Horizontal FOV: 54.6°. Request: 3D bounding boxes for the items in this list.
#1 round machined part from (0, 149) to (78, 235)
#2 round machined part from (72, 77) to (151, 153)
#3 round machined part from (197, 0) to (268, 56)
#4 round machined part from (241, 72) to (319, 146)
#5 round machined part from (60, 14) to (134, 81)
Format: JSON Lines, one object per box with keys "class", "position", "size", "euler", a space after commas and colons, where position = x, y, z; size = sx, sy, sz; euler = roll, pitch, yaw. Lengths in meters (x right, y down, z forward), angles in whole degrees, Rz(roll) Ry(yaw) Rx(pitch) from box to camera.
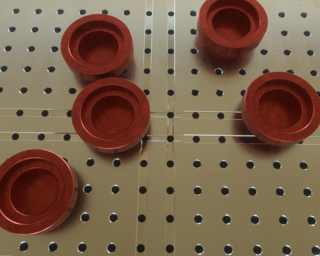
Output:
{"class": "round machined part", "position": [-0.148, 0.078, 0.374], "size": [0.099, 0.042, 0.098], "euler": [0, 70, 0]}
{"class": "round machined part", "position": [-0.061, -0.014, 0.408], "size": [0.099, 0.042, 0.098], "euler": [0, 70, 0]}
{"class": "round machined part", "position": [0.103, -0.147, 0.457], "size": [0.099, 0.042, 0.098], "euler": [0, 70, 0]}
{"class": "round machined part", "position": [0.156, -0.022, 0.412], "size": [0.099, 0.042, 0.098], "euler": [0, 70, 0]}
{"class": "round machined part", "position": [-0.086, -0.109, 0.442], "size": [0.099, 0.042, 0.098], "euler": [0, 70, 0]}
